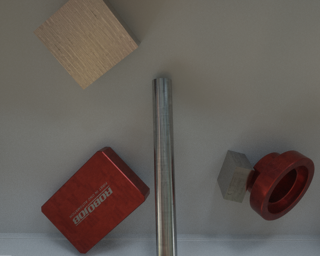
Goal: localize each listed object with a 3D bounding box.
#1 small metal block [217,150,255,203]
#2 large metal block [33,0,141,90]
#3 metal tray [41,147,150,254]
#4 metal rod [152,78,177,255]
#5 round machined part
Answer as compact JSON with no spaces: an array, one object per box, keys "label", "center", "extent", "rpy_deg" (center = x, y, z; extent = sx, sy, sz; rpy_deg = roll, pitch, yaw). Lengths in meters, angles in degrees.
[{"label":"small metal block","center":[0.102,0.065,0.424],"extent":[0.025,0.050,0.050],"rpy_deg":[14,110,-5]},{"label":"large metal block","center":[-0.080,-0.104,0.358],"extent":[0.080,0.050,0.080],"rpy_deg":[-36,107,12]},{"label":"metal tray","center":[-0.090,0.101,0.431],"extent":[0.130,0.030,0.090],"rpy_deg":[-44,89,14]},{"label":"metal rod","center":[0.007,0.088,0.376],"extent":[0.025,0.025,0.298],"rpy_deg":[-2,84,0]},{"label":"round machined part","center":[0.156,0.072,0.416],"extent":[0.099,0.042,0.097],"rpy_deg":[-18,125,-26]}]
